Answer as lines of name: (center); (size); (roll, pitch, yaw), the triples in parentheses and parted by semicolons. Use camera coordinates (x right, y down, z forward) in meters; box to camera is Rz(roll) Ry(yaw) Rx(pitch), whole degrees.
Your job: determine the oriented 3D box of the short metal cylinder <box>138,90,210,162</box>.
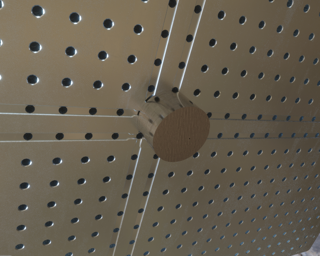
short metal cylinder: (0.017, -0.003, 0.405); (0.081, 0.050, 0.079); (-14, 125, -21)
